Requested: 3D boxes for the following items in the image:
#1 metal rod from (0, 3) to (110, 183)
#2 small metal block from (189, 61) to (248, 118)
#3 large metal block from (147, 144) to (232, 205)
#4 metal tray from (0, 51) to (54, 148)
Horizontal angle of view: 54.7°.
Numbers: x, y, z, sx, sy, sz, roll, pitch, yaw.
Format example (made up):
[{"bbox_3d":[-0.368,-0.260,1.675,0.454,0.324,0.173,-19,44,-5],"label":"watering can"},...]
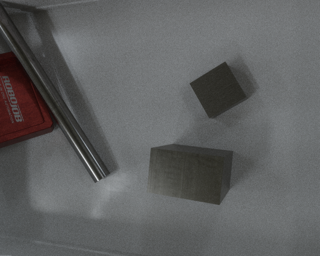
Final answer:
[{"bbox_3d":[-0.163,-0.053,0.448,0.025,0.025,0.299,-35,86,16],"label":"metal rod"},{"bbox_3d":[0.073,-0.046,0.384,0.050,0.025,0.050,-31,80,17],"label":"small metal block"},{"bbox_3d":[0.039,0.050,0.367,0.080,0.080,0.050,6,92,19],"label":"large metal block"},{"bbox_3d":[-0.223,-0.044,0.458,0.091,0.030,0.129,-20,82,-20],"label":"metal tray"}]
